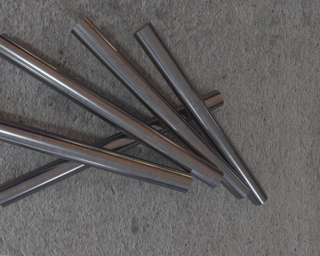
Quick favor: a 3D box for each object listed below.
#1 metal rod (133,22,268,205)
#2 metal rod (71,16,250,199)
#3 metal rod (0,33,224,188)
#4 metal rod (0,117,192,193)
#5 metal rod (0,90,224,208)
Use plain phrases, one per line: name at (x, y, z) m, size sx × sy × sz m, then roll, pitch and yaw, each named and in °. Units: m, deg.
metal rod at (0.064, -0.004, 0.408) m, size 0.025 × 0.025 × 0.300 m, roll -44°, pitch 113°, yaw -15°
metal rod at (0.012, -0.013, 0.385) m, size 0.300 × 0.025 × 0.025 m, roll 45°, pitch 76°, yaw -17°
metal rod at (-0.053, -0.015, 0.367) m, size 0.301 × 0.025 × 0.025 m, roll 32°, pitch 79°, yaw -9°
metal rod at (-0.108, 0.022, 0.346) m, size 0.302 × 0.025 × 0.025 m, roll 18°, pitch 84°, yaw -11°
metal rod at (-0.048, 0.017, 0.391) m, size 0.302 × 0.025 × 0.025 m, roll -25°, pitch 98°, yaw -18°
